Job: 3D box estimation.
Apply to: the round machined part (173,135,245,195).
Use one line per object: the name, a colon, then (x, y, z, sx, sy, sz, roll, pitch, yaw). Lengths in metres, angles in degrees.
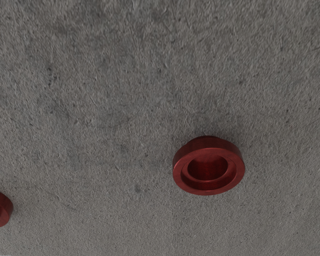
round machined part: (0.066, 0.049, 0.438, 0.099, 0.042, 0.097, 0, 130, 0)

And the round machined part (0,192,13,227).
round machined part: (-0.302, 0.142, 0.514, 0.099, 0.042, 0.097, 0, 130, 0)
